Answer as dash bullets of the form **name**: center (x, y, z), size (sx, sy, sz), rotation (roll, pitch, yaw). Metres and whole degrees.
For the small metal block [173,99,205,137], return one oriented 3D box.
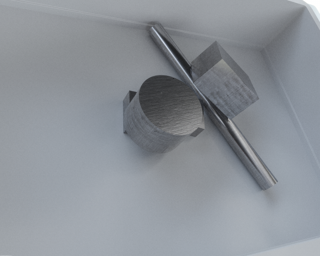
- **small metal block**: center (0.034, -0.020, 0.438), size (0.050, 0.025, 0.050), rotation (15, 56, -20)

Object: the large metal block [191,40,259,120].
- **large metal block**: center (0.093, -0.072, 0.456), size (0.080, 0.050, 0.080), rotation (41, 26, -20)

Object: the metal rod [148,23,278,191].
- **metal rod**: center (0.075, -0.039, 0.471), size (0.025, 0.025, 0.299), rotation (-26, 76, -37)

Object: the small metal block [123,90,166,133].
- **small metal block**: center (-0.020, -0.017, 0.407), size (0.050, 0.025, 0.050), rotation (9, 58, -24)

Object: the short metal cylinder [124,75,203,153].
- **short metal cylinder**: center (0.003, -0.016, 0.371), size (0.081, 0.050, 0.080), rotation (14, 56, -21)
